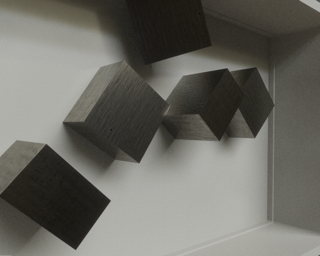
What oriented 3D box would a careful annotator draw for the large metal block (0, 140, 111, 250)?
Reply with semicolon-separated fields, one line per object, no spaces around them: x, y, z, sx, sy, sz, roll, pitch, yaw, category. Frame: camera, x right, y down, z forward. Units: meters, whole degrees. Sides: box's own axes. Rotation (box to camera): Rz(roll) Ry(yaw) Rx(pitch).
-0.106;0.057;0.283;0.080;0.080;0.050;50;60;-29;large metal block

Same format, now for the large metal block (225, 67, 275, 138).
0.135;-0.040;0.506;0.080;0.050;0.080;-51;120;-28;large metal block

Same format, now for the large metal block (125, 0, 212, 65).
0.012;-0.128;0.374;0.050;0.080;0.080;-71;145;-72;large metal block

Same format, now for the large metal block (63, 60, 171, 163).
-0.046;-0.016;0.353;0.080;0.050;0.080;42;64;-32;large metal block

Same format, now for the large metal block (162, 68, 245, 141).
0.054;-0.030;0.418;0.050;0.080;0.080;49;61;-29;large metal block
